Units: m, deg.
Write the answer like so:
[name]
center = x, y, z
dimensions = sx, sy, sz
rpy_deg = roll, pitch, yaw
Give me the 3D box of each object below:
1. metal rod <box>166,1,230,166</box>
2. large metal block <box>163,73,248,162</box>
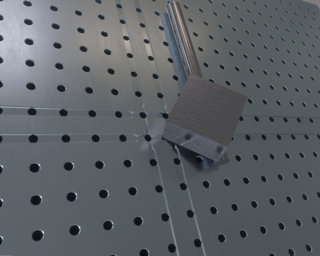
[metal rod]
center = 0.053, -0.084, 0.487
dimensions = 0.025, 0.025, 0.299
rpy_deg = 2, 61, -28
[large metal block]
center = 0.059, -0.014, 0.409
dimensions = 0.080, 0.050, 0.080
rpy_deg = 24, 63, 7
